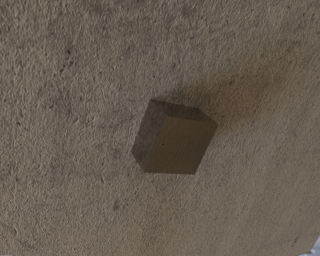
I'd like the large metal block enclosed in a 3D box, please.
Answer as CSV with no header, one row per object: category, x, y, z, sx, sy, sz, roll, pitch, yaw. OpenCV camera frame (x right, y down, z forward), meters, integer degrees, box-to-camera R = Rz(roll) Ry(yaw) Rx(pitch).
large metal block,0.018,0.014,0.412,0.081,0.050,0.079,8,114,-32
